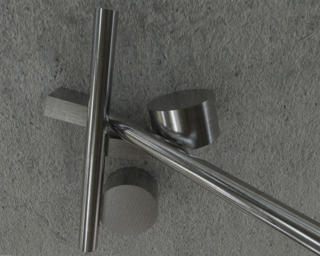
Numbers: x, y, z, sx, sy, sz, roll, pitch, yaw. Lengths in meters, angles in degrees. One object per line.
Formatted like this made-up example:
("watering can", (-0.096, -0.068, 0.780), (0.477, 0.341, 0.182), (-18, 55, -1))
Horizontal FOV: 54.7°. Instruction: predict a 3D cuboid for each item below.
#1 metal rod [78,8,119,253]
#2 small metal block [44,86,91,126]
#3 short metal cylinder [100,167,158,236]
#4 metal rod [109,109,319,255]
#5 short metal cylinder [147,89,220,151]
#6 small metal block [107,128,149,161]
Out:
("metal rod", (-0.076, 0.017, 0.366), (0.025, 0.025, 0.298), (7, 108, -3))
("small metal block", (-0.109, -0.028, 0.385), (0.050, 0.050, 0.025), (16, 109, -6))
("short metal cylinder", (-0.043, 0.101, 0.433), (0.081, 0.050, 0.079), (0, 110, 0))
("metal rod", (0.035, 0.041, 0.319), (0.300, 0.025, 0.025), (28, 113, 32))
("short metal cylinder", (0.029, -0.012, 0.376), (0.080, 0.080, 0.050), (-12, 110, 4))
("small metal block", (-0.042, 0.017, 0.402), (0.050, 0.050, 0.025), (7, 111, -3))
